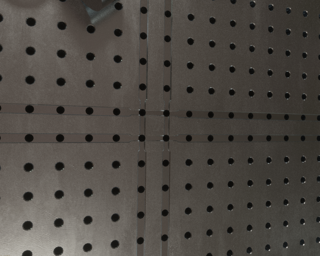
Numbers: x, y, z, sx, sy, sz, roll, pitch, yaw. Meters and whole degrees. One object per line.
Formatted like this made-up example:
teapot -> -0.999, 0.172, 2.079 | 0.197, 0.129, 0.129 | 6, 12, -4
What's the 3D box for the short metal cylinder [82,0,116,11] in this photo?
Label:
short metal cylinder -> -0.073, -0.184, 0.357 | 0.050, 0.080, 0.080 | -41, 103, -15
